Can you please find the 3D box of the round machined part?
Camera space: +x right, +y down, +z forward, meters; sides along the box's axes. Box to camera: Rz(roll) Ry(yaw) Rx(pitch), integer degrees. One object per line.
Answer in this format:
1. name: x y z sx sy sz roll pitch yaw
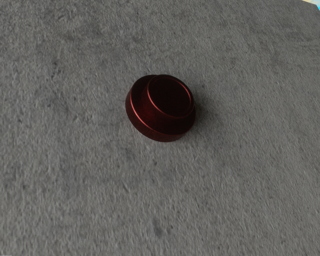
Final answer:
1. round machined part: 0.007 -0.033 0.418 0.099 0.042 0.098 14 56 -21
